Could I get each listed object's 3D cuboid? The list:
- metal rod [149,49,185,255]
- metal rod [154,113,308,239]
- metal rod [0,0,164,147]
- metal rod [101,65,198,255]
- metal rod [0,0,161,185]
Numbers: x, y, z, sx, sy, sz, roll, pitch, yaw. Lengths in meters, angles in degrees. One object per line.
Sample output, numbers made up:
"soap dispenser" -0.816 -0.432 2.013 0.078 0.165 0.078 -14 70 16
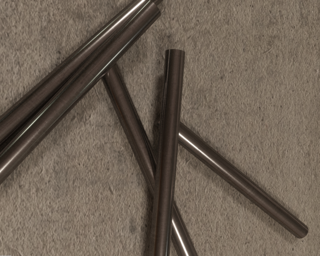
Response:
"metal rod" 0.007 0.053 0.385 0.025 0.025 0.298 5 88 -20
"metal rod" 0.113 0.075 0.452 0.301 0.025 0.025 39 78 -16
"metal rod" -0.097 -0.080 0.373 0.301 0.025 0.025 -47 105 -14
"metal rod" -0.008 0.063 0.407 0.025 0.025 0.299 -25 99 -19
"metal rod" -0.107 -0.034 0.354 0.025 0.025 0.300 44 82 -15
